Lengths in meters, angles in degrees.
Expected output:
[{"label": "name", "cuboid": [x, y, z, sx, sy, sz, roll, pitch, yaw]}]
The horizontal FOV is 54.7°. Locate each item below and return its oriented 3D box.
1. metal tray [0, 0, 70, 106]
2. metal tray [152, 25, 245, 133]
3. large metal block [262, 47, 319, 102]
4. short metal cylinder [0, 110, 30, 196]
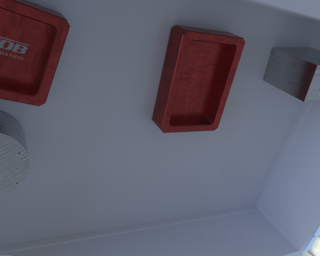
[{"label": "metal tray", "cuboid": [-0.158, -0.077, 0.271, 0.131, 0.030, 0.089, 12, 112, -34]}, {"label": "metal tray", "cuboid": [0.047, -0.058, 0.396, 0.091, 0.030, 0.129, -2, 120, -28]}, {"label": "large metal block", "cuboid": [0.211, -0.079, 0.442, 0.081, 0.080, 0.050, -7, 122, -25]}, {"label": "short metal cylinder", "cuboid": [-0.178, 0.025, 0.312, 0.081, 0.050, 0.079, -14, 125, -21]}]
